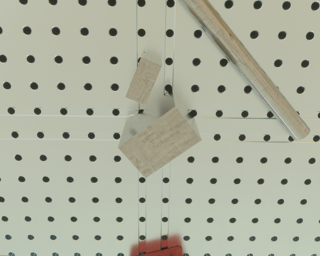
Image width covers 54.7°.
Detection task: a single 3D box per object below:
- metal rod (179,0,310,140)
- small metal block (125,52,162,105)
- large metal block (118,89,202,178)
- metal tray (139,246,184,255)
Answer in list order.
[{"bbox_3d":[0.090,-0.096,0.379,0.025,0.025,0.300,-41,106,13],"label":"metal rod"},{"bbox_3d":[-0.019,-0.062,0.377,0.025,0.050,0.050,22,109,-8],"label":"small metal block"},{"bbox_3d":[0.000,0.004,0.386,0.080,0.080,0.050,-36,107,12],"label":"large metal block"},{"bbox_3d":[0.009,0.263,0.507,0.090,0.030,0.129,-16,110,5],"label":"metal tray"}]
